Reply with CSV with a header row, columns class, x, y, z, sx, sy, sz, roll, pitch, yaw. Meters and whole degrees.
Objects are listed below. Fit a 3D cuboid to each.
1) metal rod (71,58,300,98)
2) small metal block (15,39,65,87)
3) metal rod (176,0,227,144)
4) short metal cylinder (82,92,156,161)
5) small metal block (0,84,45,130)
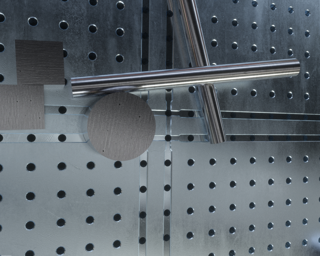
class,x,y,z,sx,sy,sz,roll,pitch,yaw
metal rod,0.041,-0.067,0.404,0.302,0.025,0.025,-7,93,-11
small metal block,-0.139,-0.074,0.361,0.050,0.025,0.050,-3,91,-20
metal rod,0.048,-0.125,0.429,0.025,0.025,0.298,-16,95,-19
short metal cylinder,-0.051,-0.002,0.380,0.081,0.050,0.079,0,90,-20
small metal block,-0.159,-0.023,0.354,0.050,0.025,0.050,-2,91,-20
